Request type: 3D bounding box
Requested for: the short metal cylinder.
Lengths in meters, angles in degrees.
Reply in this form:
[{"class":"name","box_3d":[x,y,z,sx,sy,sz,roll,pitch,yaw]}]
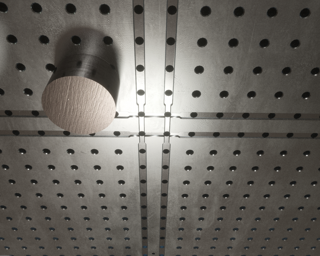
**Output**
[{"class":"short metal cylinder","box_3d":[-0.089,-0.039,0.361,0.081,0.050,0.079,0,130,0]}]
